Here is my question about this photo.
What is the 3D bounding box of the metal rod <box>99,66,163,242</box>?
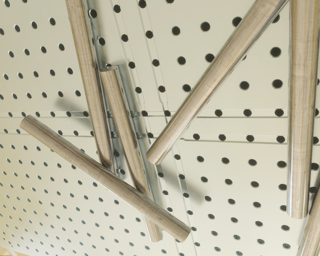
[{"bbox_3d":[-0.036,0.054,0.464,0.025,0.025,0.298,2,119,27],"label":"metal rod"}]

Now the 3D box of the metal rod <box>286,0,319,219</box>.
[{"bbox_3d":[0.140,-0.020,0.307,0.025,0.025,0.299,4,126,26],"label":"metal rod"}]

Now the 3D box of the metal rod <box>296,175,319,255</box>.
[{"bbox_3d":[0.191,0.049,0.340,0.025,0.025,0.298,12,124,22],"label":"metal rod"}]

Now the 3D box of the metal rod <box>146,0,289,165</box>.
[{"bbox_3d":[0.058,-0.053,0.347,0.025,0.025,0.298,37,129,3],"label":"metal rod"}]

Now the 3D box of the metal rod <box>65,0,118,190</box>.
[{"bbox_3d":[-0.090,-0.034,0.438,0.025,0.025,0.298,9,123,23],"label":"metal rod"}]

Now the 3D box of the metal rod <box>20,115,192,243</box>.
[{"bbox_3d":[-0.085,0.074,0.468,0.300,0.025,0.025,34,129,5],"label":"metal rod"}]
